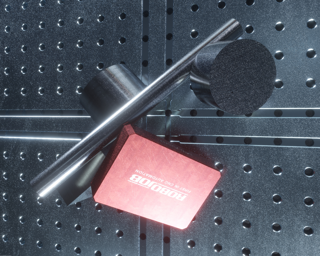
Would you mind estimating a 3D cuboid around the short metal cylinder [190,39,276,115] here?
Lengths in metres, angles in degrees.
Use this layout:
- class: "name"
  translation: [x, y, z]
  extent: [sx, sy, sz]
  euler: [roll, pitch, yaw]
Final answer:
- class: "short metal cylinder"
  translation: [0.081, -0.058, 0.349]
  extent: [0.081, 0.050, 0.079]
  euler: [-4, 104, -17]

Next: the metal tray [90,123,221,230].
- class: "metal tray"
  translation: [-0.003, 0.061, 0.368]
  extent: [0.131, 0.030, 0.090]
  euler: [26, 101, -25]

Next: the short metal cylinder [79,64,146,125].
- class: "short metal cylinder"
  translation: [-0.055, -0.036, 0.402]
  extent: [0.080, 0.080, 0.050]
  euler: [-45, 76, 14]

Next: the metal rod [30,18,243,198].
- class: "metal rod"
  translation: [-0.021, -0.028, 0.362]
  extent: [0.301, 0.025, 0.025]
  euler: [-40, 77, -7]

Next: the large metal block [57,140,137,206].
- class: "large metal block"
  translation: [-0.085, 0.051, 0.412]
  extent: [0.080, 0.080, 0.050]
  euler: [-41, 77, 15]
